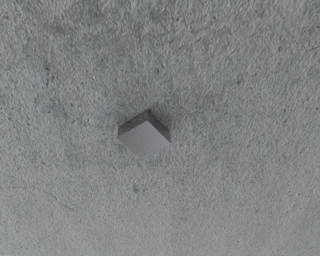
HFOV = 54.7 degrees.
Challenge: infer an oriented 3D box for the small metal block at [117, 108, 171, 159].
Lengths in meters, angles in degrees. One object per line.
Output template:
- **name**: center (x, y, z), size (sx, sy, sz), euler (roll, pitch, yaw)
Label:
- **small metal block**: center (-0.021, 0.009, 0.416), size (0.050, 0.025, 0.050), euler (-30, 125, 22)
